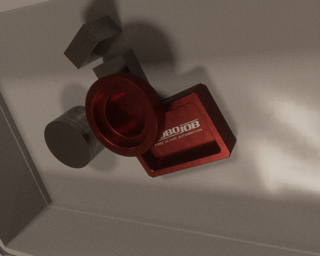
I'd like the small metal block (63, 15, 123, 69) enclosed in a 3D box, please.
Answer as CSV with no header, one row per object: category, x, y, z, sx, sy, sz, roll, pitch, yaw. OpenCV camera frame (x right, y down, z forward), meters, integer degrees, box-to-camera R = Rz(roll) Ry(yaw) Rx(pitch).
small metal block,-0.079,-0.102,0.369,0.025,0.050,0.050,48,129,-5

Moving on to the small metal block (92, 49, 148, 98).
small metal block,-0.049,-0.065,0.393,0.050,0.025,0.050,-16,111,34

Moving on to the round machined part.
round machined part,-0.036,-0.019,0.366,0.098,0.042,0.097,12,117,25

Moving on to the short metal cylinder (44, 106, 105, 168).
short metal cylinder,-0.123,0.013,0.464,0.080,0.050,0.079,13,124,20

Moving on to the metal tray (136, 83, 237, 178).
metal tray,0.019,0.008,0.399,0.130,0.030,0.090,-21,107,35
